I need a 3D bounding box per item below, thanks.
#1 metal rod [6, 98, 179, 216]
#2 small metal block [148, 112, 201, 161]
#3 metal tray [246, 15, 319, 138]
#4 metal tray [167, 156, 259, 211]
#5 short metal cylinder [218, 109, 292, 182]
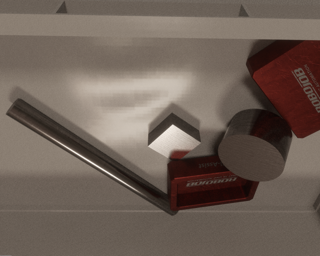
[{"bbox_3d":[-0.079,0.055,0.454,0.025,0.025,0.301,-36,122,26],"label":"metal rod"},{"bbox_3d":[0.019,0.014,0.422,0.050,0.025,0.050,32,123,-25],"label":"small metal block"},{"bbox_3d":[0.174,-0.053,0.364,0.090,0.030,0.130,-33,123,24],"label":"metal tray"},{"bbox_3d":[0.078,0.080,0.457,0.131,0.030,0.089,-7,137,-5],"label":"metal tray"},{"bbox_3d":[0.121,0.022,0.393,0.080,0.050,0.079,19,139,18],"label":"short metal cylinder"}]
